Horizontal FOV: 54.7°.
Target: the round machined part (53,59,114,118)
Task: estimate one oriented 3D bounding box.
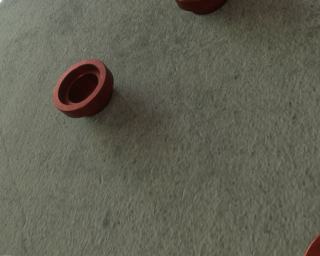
[{"bbox_3d":[-0.115,-0.057,0.486,0.098,0.042,0.098,-13,56,20],"label":"round machined part"}]

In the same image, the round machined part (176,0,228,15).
[{"bbox_3d":[0.072,-0.219,0.489,0.098,0.042,0.098,-13,56,20],"label":"round machined part"}]

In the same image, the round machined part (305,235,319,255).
[{"bbox_3d":[0.161,0.124,0.233,0.098,0.042,0.098,-13,56,20],"label":"round machined part"}]
